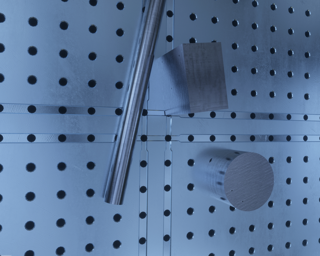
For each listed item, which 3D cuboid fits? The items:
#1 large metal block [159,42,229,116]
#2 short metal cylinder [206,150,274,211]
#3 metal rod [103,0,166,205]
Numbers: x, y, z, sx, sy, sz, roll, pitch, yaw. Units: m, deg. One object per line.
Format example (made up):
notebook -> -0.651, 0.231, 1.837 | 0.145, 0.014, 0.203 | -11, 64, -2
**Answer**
large metal block -> 0.040, -0.060, 0.398 | 0.050, 0.080, 0.080 | -8, 93, -20
short metal cylinder -> 0.113, 0.072, 0.441 | 0.081, 0.050, 0.080 | 0, 90, -20
metal rod -> -0.029, -0.052, 0.401 | 0.025, 0.025, 0.298 | 13, 86, -20
